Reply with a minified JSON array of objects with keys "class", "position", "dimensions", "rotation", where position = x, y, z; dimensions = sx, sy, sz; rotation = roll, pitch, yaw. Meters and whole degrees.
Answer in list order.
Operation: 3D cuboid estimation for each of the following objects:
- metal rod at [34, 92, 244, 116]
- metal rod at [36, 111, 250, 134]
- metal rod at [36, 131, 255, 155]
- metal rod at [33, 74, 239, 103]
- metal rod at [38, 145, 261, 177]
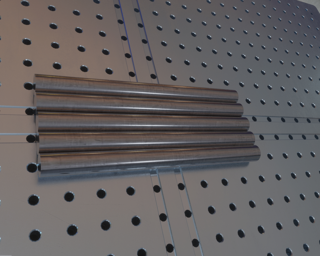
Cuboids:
[{"class":"metal rod","position":[-0.008,-0.028,0.422],"dimensions":[0.303,0.025,0.025],"rotation":[0,62,-28]},{"class":"metal rod","position":[-0.002,-0.005,0.411],"dimensions":[0.303,0.025,0.025],"rotation":[0,62,-28]},{"class":"metal rod","position":[0.003,0.017,0.401],"dimensions":[0.303,0.025,0.025],"rotation":[0,62,-28]},{"class":"metal rod","position":[-0.014,-0.050,0.433],"dimensions":[0.303,0.025,0.025],"rotation":[0,62,-28]},{"class":"metal rod","position":[0.009,0.038,0.391],"dimensions":[0.303,0.025,0.025],"rotation":[0,62,-29]}]
